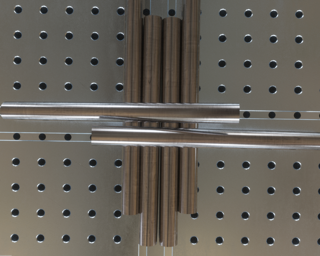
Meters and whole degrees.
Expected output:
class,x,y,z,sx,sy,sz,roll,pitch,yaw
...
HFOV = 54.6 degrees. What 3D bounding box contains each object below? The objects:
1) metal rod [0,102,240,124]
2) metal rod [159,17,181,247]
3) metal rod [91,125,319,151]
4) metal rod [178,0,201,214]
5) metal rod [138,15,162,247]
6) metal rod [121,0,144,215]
class,x,y,z,sx,sy,sz,roll,pitch,yaw
metal rod,-0.056,-0.020,0.390,0.301,0.025,0.025,1,90,9
metal rod,0.014,0.005,0.414,0.025,0.025,0.298,1,90,0
metal rod,0.068,0.013,0.393,0.302,0.025,0.025,2,90,-9
metal rod,0.039,-0.038,0.413,0.025,0.025,0.298,1,90,0
metal rod,-0.013,0.004,0.412,0.025,0.025,0.298,1,90,0
metal rod,-0.037,-0.037,0.412,0.025,0.025,0.298,1,90,0
